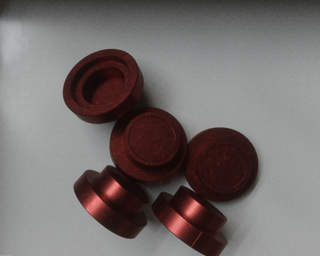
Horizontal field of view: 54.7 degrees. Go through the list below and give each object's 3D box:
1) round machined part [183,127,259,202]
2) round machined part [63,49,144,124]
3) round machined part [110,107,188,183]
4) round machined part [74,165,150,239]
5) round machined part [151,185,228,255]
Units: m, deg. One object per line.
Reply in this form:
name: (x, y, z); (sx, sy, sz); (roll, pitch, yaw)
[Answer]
round machined part: (0.080, 0.048, 0.403); (0.099, 0.042, 0.097); (0, 90, 0)
round machined part: (-0.067, -0.048, 0.388); (0.098, 0.042, 0.098); (-7, 61, 14)
round machined part: (-0.013, 0.018, 0.387); (0.099, 0.042, 0.098); (3, 72, -11)
round machined part: (-0.051, 0.082, 0.374); (0.098, 0.098, 0.042); (41, 90, 0)
round machined part: (0.041, 0.106, 0.375); (0.098, 0.098, 0.042); (35, 90, 0)
